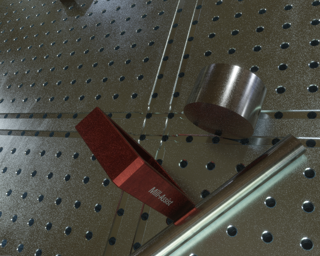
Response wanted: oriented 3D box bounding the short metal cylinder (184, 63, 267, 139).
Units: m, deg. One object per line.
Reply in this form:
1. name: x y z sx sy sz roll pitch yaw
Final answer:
1. short metal cylinder: 0.073 -0.028 0.351 0.080 0.080 0.050 12 68 32

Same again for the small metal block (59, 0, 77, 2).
1. small metal block: -0.204 -0.315 0.706 0.050 0.025 0.050 13 68 33

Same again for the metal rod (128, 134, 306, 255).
1. metal rod: 0.024 0.108 0.328 0.300 0.025 0.025 -38 51 2

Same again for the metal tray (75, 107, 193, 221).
1. metal tray: -0.023 0.041 0.326 0.030 0.130 0.090 -44 51 -2
